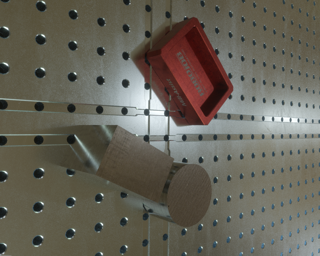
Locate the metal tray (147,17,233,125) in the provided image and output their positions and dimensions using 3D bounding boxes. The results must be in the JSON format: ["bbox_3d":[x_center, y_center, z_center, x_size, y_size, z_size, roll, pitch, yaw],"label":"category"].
[{"bbox_3d":[0.048,-0.078,0.445,0.090,0.030,0.130,-50,120,-28],"label":"metal tray"}]

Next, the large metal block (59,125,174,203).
[{"bbox_3d":[-0.047,0.037,0.334,0.080,0.080,0.050,34,69,-35],"label":"large metal block"}]

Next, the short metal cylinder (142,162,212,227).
[{"bbox_3d":[0.023,0.085,0.413,0.081,0.050,0.079,0,90,-40],"label":"short metal cylinder"}]
